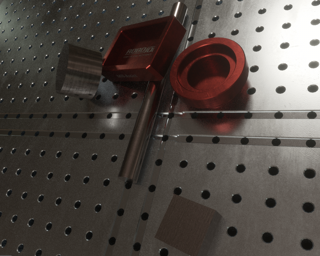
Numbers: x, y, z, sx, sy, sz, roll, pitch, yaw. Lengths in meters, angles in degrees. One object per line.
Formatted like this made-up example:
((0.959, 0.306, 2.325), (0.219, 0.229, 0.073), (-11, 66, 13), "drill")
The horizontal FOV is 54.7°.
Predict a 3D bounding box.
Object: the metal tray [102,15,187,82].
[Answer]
((-0.031, -0.116, 0.467), (0.130, 0.030, 0.090), (9, 68, 47), "metal tray")

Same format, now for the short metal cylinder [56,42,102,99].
((-0.129, -0.089, 0.488), (0.080, 0.050, 0.080), (-24, 62, 56), "short metal cylinder")

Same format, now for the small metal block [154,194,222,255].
((0.030, 0.104, 0.327), (0.050, 0.025, 0.050), (15, 69, 33), "small metal block")

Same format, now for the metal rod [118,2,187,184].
((-0.004, -0.066, 0.449), (0.025, 0.025, 0.300), (2, 62, 28), "metal rod")

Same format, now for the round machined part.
((0.066, -0.067, 0.403), (0.098, 0.042, 0.098), (-13, 56, 20), "round machined part")
